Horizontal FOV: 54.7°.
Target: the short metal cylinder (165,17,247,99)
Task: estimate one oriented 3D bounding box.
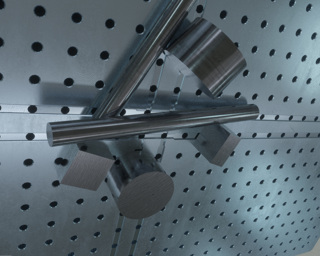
[{"bbox_3d":[0.051,-0.079,0.355,0.050,0.080,0.080,-46,129,4],"label":"short metal cylinder"}]

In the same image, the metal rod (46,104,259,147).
[{"bbox_3d":[0.016,-0.009,0.392,0.303,0.025,0.025,-7,122,-33],"label":"metal rod"}]

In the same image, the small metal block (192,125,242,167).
[{"bbox_3d":[0.082,0.020,0.452,0.025,0.050,0.050,22,107,-36],"label":"small metal block"}]

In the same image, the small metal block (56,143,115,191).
[{"bbox_3d":[-0.093,0.048,0.390,0.050,0.025,0.050,22,106,-37],"label":"small metal block"}]

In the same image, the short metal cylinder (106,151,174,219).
[{"bbox_3d":[-0.028,0.078,0.428,0.081,0.050,0.079,-14,124,-21],"label":"short metal cylinder"}]

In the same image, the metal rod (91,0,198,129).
[{"bbox_3d":[0.007,-0.113,0.345,0.025,0.025,0.299,28,103,-38],"label":"metal rod"}]
